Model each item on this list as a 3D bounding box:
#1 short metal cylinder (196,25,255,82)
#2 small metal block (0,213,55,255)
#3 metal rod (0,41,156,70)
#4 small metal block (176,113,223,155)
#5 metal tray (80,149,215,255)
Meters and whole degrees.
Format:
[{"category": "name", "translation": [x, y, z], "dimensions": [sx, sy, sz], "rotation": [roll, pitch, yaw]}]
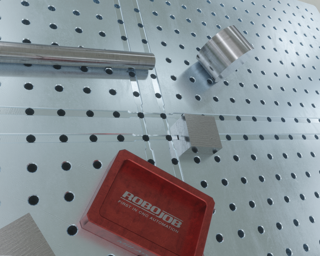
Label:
[{"category": "short metal cylinder", "translation": [0.107, -0.120, 0.506], "dimensions": [0.081, 0.080, 0.050], "rotation": [-30, 79, -38]}, {"category": "small metal block", "translation": [-0.127, 0.112, 0.272], "dimensions": [0.050, 0.025, 0.050], "rotation": [-29, 78, -38]}, {"category": "metal rod", "translation": [-0.143, -0.092, 0.387], "dimensions": [0.303, 0.025, 0.025], "rotation": [-3, 64, -30]}, {"category": "small metal block", "translation": [0.054, 0.009, 0.434], "dimensions": [0.050, 0.025, 0.050], "rotation": [5, 60, -26]}, {"category": "metal tray", "translation": [-0.008, 0.093, 0.344], "dimensions": [0.130, 0.030, 0.090], "rotation": [30, 52, -9]}]
